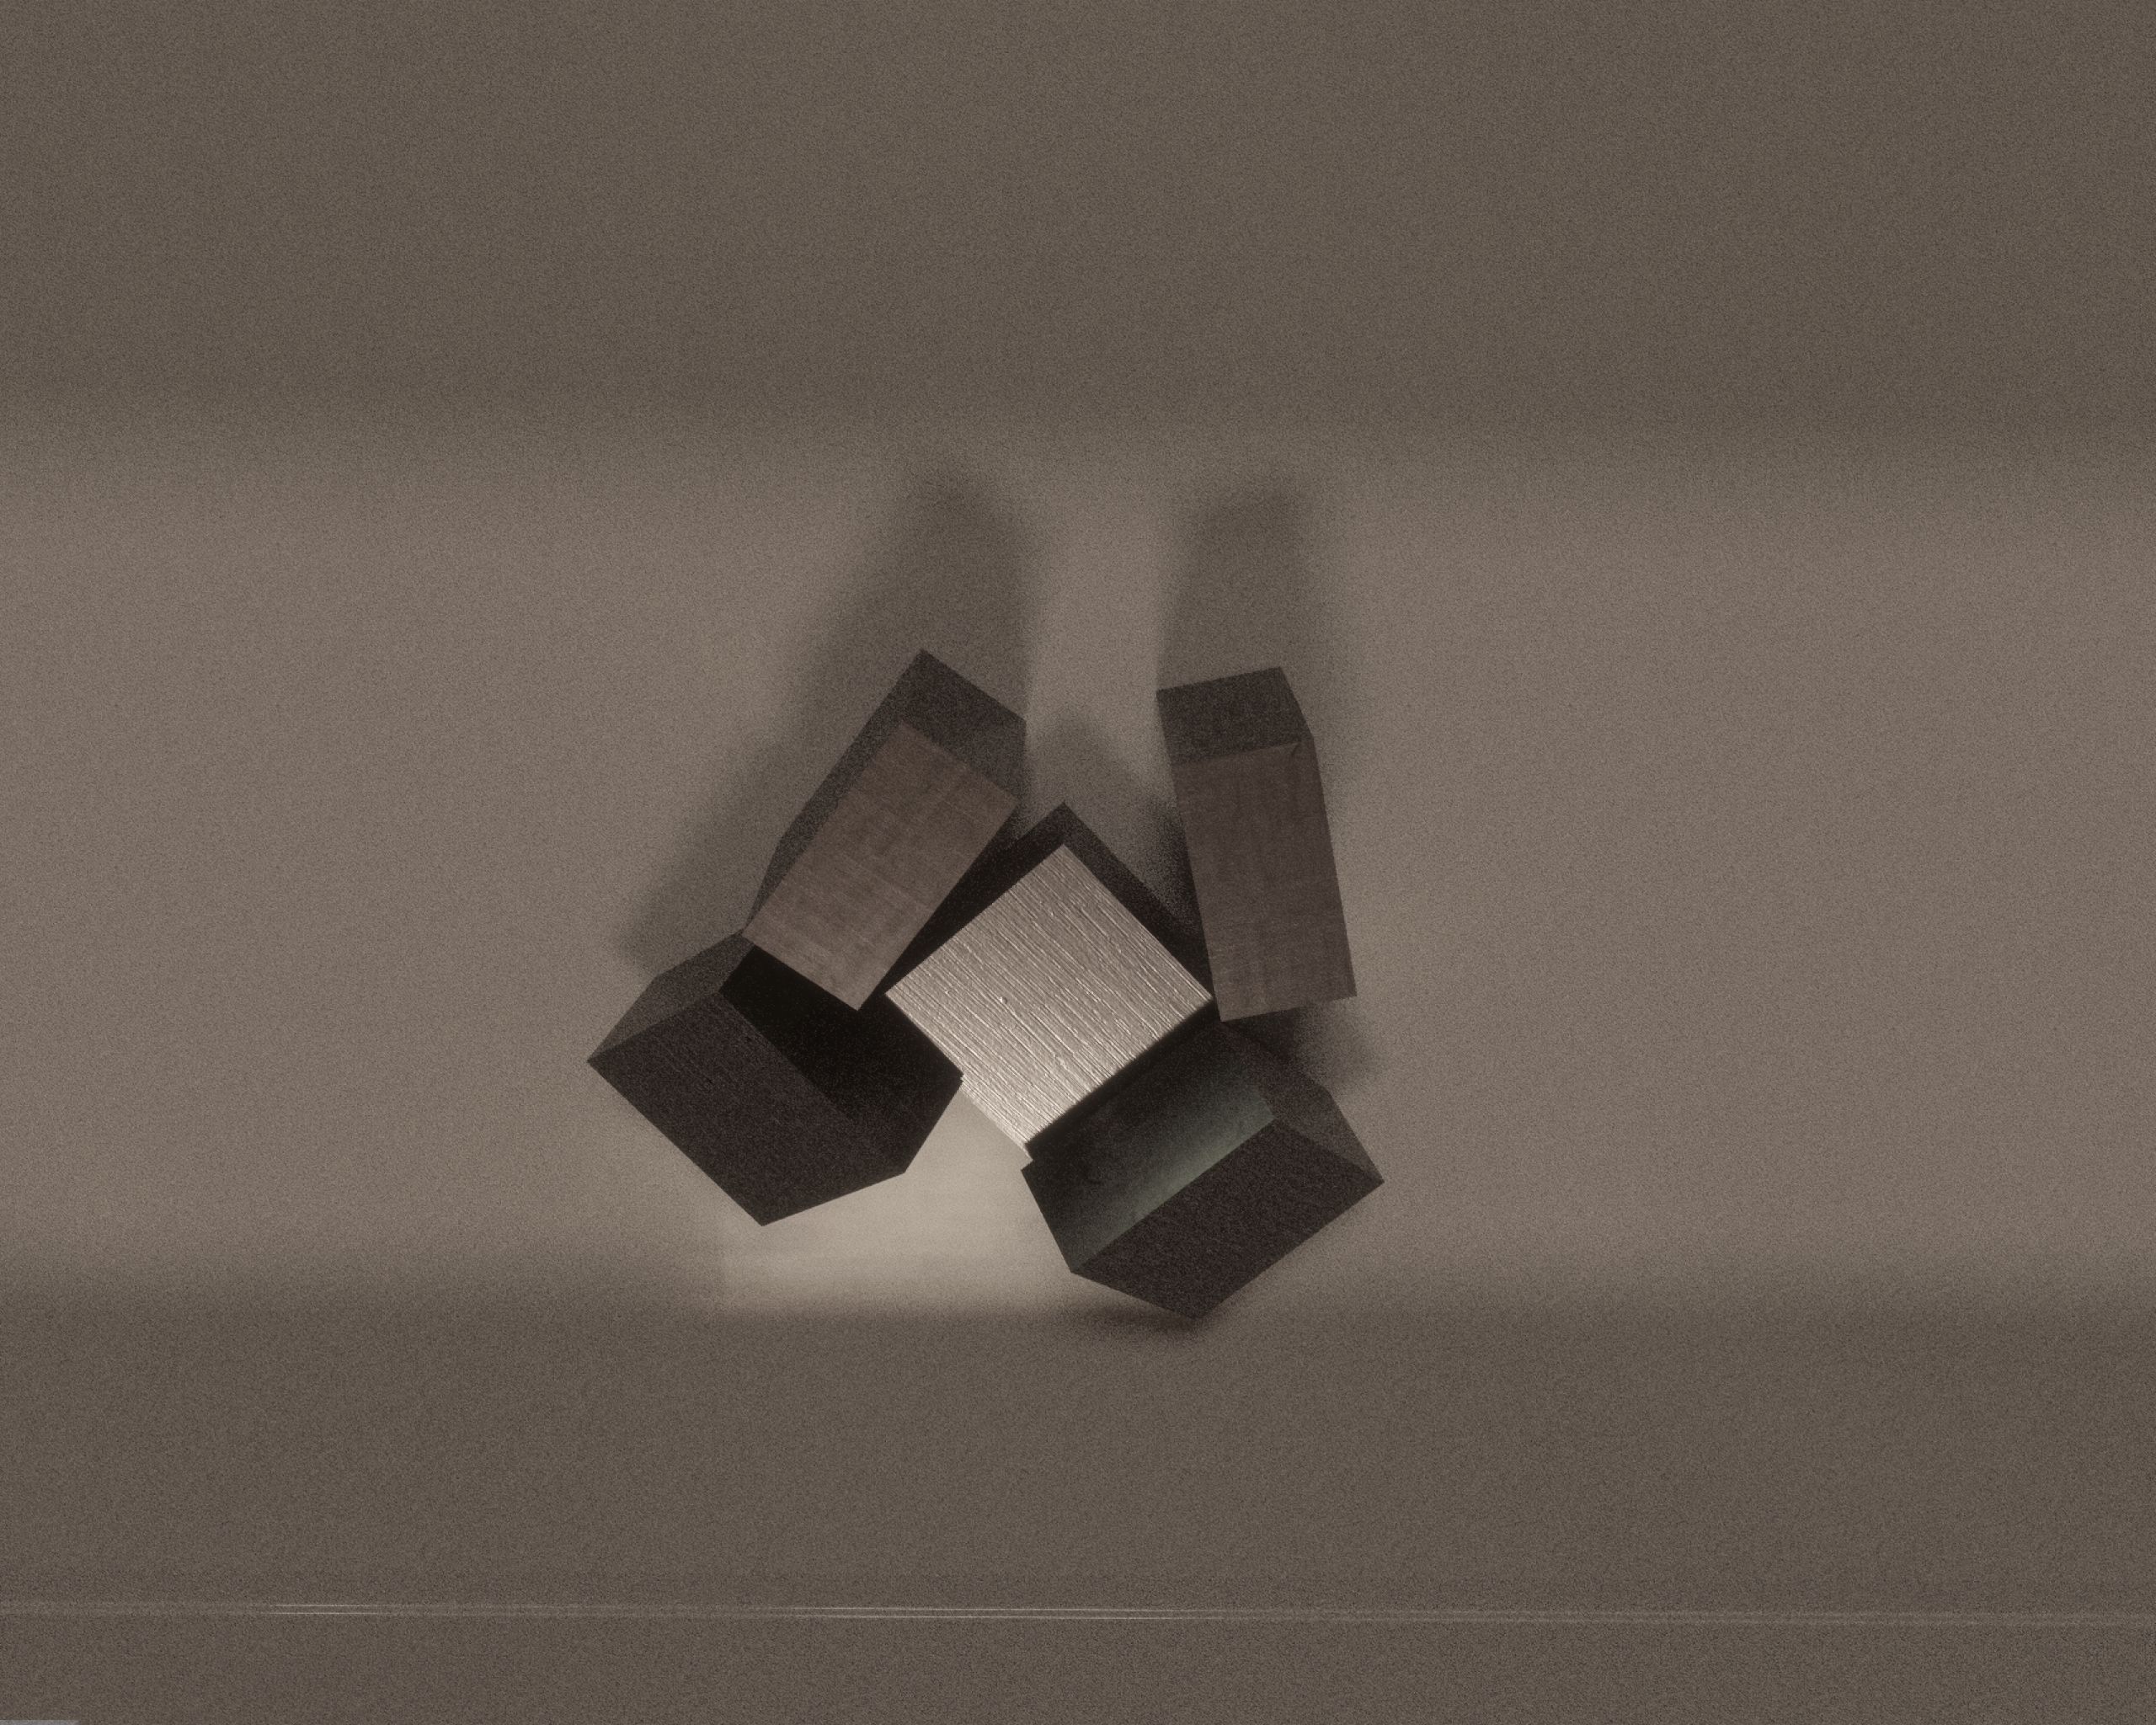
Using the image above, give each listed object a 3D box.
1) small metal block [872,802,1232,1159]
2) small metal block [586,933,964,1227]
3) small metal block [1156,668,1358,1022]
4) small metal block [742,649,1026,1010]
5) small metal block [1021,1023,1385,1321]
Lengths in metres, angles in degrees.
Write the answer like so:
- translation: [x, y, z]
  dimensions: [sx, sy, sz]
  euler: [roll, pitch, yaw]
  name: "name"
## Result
- translation: [-0.005, 0.025, 0.418]
  dimensions: [0.050, 0.025, 0.050]
  euler: [-40, 106, 13]
  name: "small metal block"
- translation: [-0.060, 0.041, 0.412]
  dimensions: [0.050, 0.025, 0.050]
  euler: [47, 136, -16]
  name: "small metal block"
- translation: [0.033, -0.005, 0.394]
  dimensions: [0.025, 0.050, 0.050]
  euler: [-11, 110, 3]
  name: "small metal block"
- translation: [-0.035, -0.007, 0.392]
  dimensions: [0.025, 0.050, 0.050]
  euler: [35, 106, -12]
  name: "small metal block"
- translation: [0.026, 0.063, 0.419]
  dimensions: [0.050, 0.025, 0.050]
  euler: [-39, 143, 12]
  name: "small metal block"
